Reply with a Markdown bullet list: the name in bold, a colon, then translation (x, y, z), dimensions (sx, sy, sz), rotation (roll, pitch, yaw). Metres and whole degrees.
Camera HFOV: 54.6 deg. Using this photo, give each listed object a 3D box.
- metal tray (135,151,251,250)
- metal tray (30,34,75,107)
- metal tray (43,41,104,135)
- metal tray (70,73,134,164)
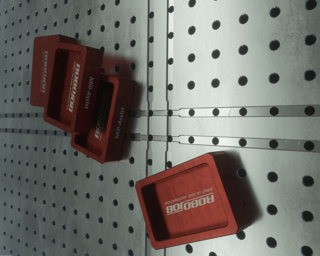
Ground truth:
- **metal tray**: translation (0.033, 0.091, 0.379), dimensions (0.130, 0.030, 0.090), rotation (-28, 73, 36)
- **metal tray**: translation (-0.201, -0.102, 0.574), dimensions (0.090, 0.030, 0.129), rotation (9, 96, 39)
- **metal tray**: translation (-0.137, -0.063, 0.480), dimensions (0.090, 0.030, 0.129), rotation (20, 102, 38)
- **metal tray**: translation (-0.092, -0.020, 0.483), dimensions (0.090, 0.030, 0.129), rotation (20, 103, 38)
